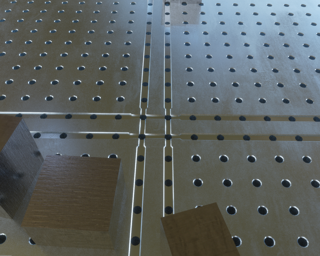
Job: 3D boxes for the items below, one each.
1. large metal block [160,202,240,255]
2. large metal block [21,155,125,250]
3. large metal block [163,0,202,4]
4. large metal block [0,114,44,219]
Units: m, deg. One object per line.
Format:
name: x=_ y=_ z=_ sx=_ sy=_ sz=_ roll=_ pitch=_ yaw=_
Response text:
large metal block: x=0.036 y=0.124 z=0.268 sx=0.050 sy=0.080 sz=0.080 roll=-13 pitch=51 yaw=-11
large metal block: x=-0.084 y=0.077 z=0.326 sx=0.080 sy=0.050 sz=0.080 roll=3 pitch=50 yaw=2
large metal block: x=0.049 y=-0.304 z=0.648 sx=0.080 sy=0.050 sz=0.080 roll=3 pitch=50 yaw=2
large metal block: x=-0.178 y=0.041 z=0.335 sx=0.050 sy=0.080 sz=0.080 roll=9 pitch=51 yaw=7
